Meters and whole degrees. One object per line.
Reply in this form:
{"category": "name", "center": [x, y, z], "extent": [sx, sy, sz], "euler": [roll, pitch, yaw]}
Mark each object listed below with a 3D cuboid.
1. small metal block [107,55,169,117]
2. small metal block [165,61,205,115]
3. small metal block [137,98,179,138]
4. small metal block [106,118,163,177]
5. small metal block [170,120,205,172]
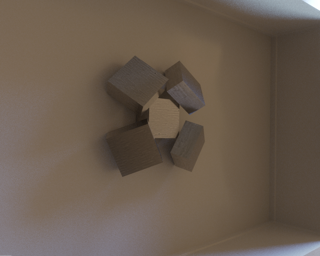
{"category": "small metal block", "center": [-0.026, -0.049, 0.365], "extent": [0.050, 0.025, 0.050], "euler": [37, 62, 7]}
{"category": "small metal block", "center": [0.033, -0.054, 0.416], "extent": [0.050, 0.025, 0.050], "euler": [42, 27, -32]}
{"category": "small metal block", "center": [-0.002, -0.012, 0.401], "extent": [0.050, 0.025, 0.050], "euler": [2, 89, -40]}
{"category": "small metal block", "center": [-0.029, 0.023, 0.364], "extent": [0.050, 0.025, 0.050], "euler": [-20, 107, 0]}
{"category": "small metal block", "center": [0.039, 0.026, 0.422], "extent": [0.050, 0.025, 0.050], "euler": [-63, 159, -21]}
